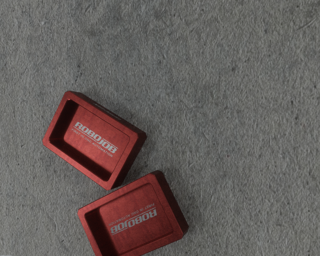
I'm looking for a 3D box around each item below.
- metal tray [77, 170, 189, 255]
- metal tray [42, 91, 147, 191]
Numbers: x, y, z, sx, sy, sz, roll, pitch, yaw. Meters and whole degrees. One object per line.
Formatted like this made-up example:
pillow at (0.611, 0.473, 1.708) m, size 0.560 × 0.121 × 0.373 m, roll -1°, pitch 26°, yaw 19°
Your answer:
metal tray at (-0.039, 0.125, 0.419) m, size 0.130 × 0.030 × 0.090 m, roll -29°, pitch 81°, yaw 17°
metal tray at (-0.095, 0.016, 0.439) m, size 0.130 × 0.030 × 0.090 m, roll 31°, pitch 100°, yaw 17°
